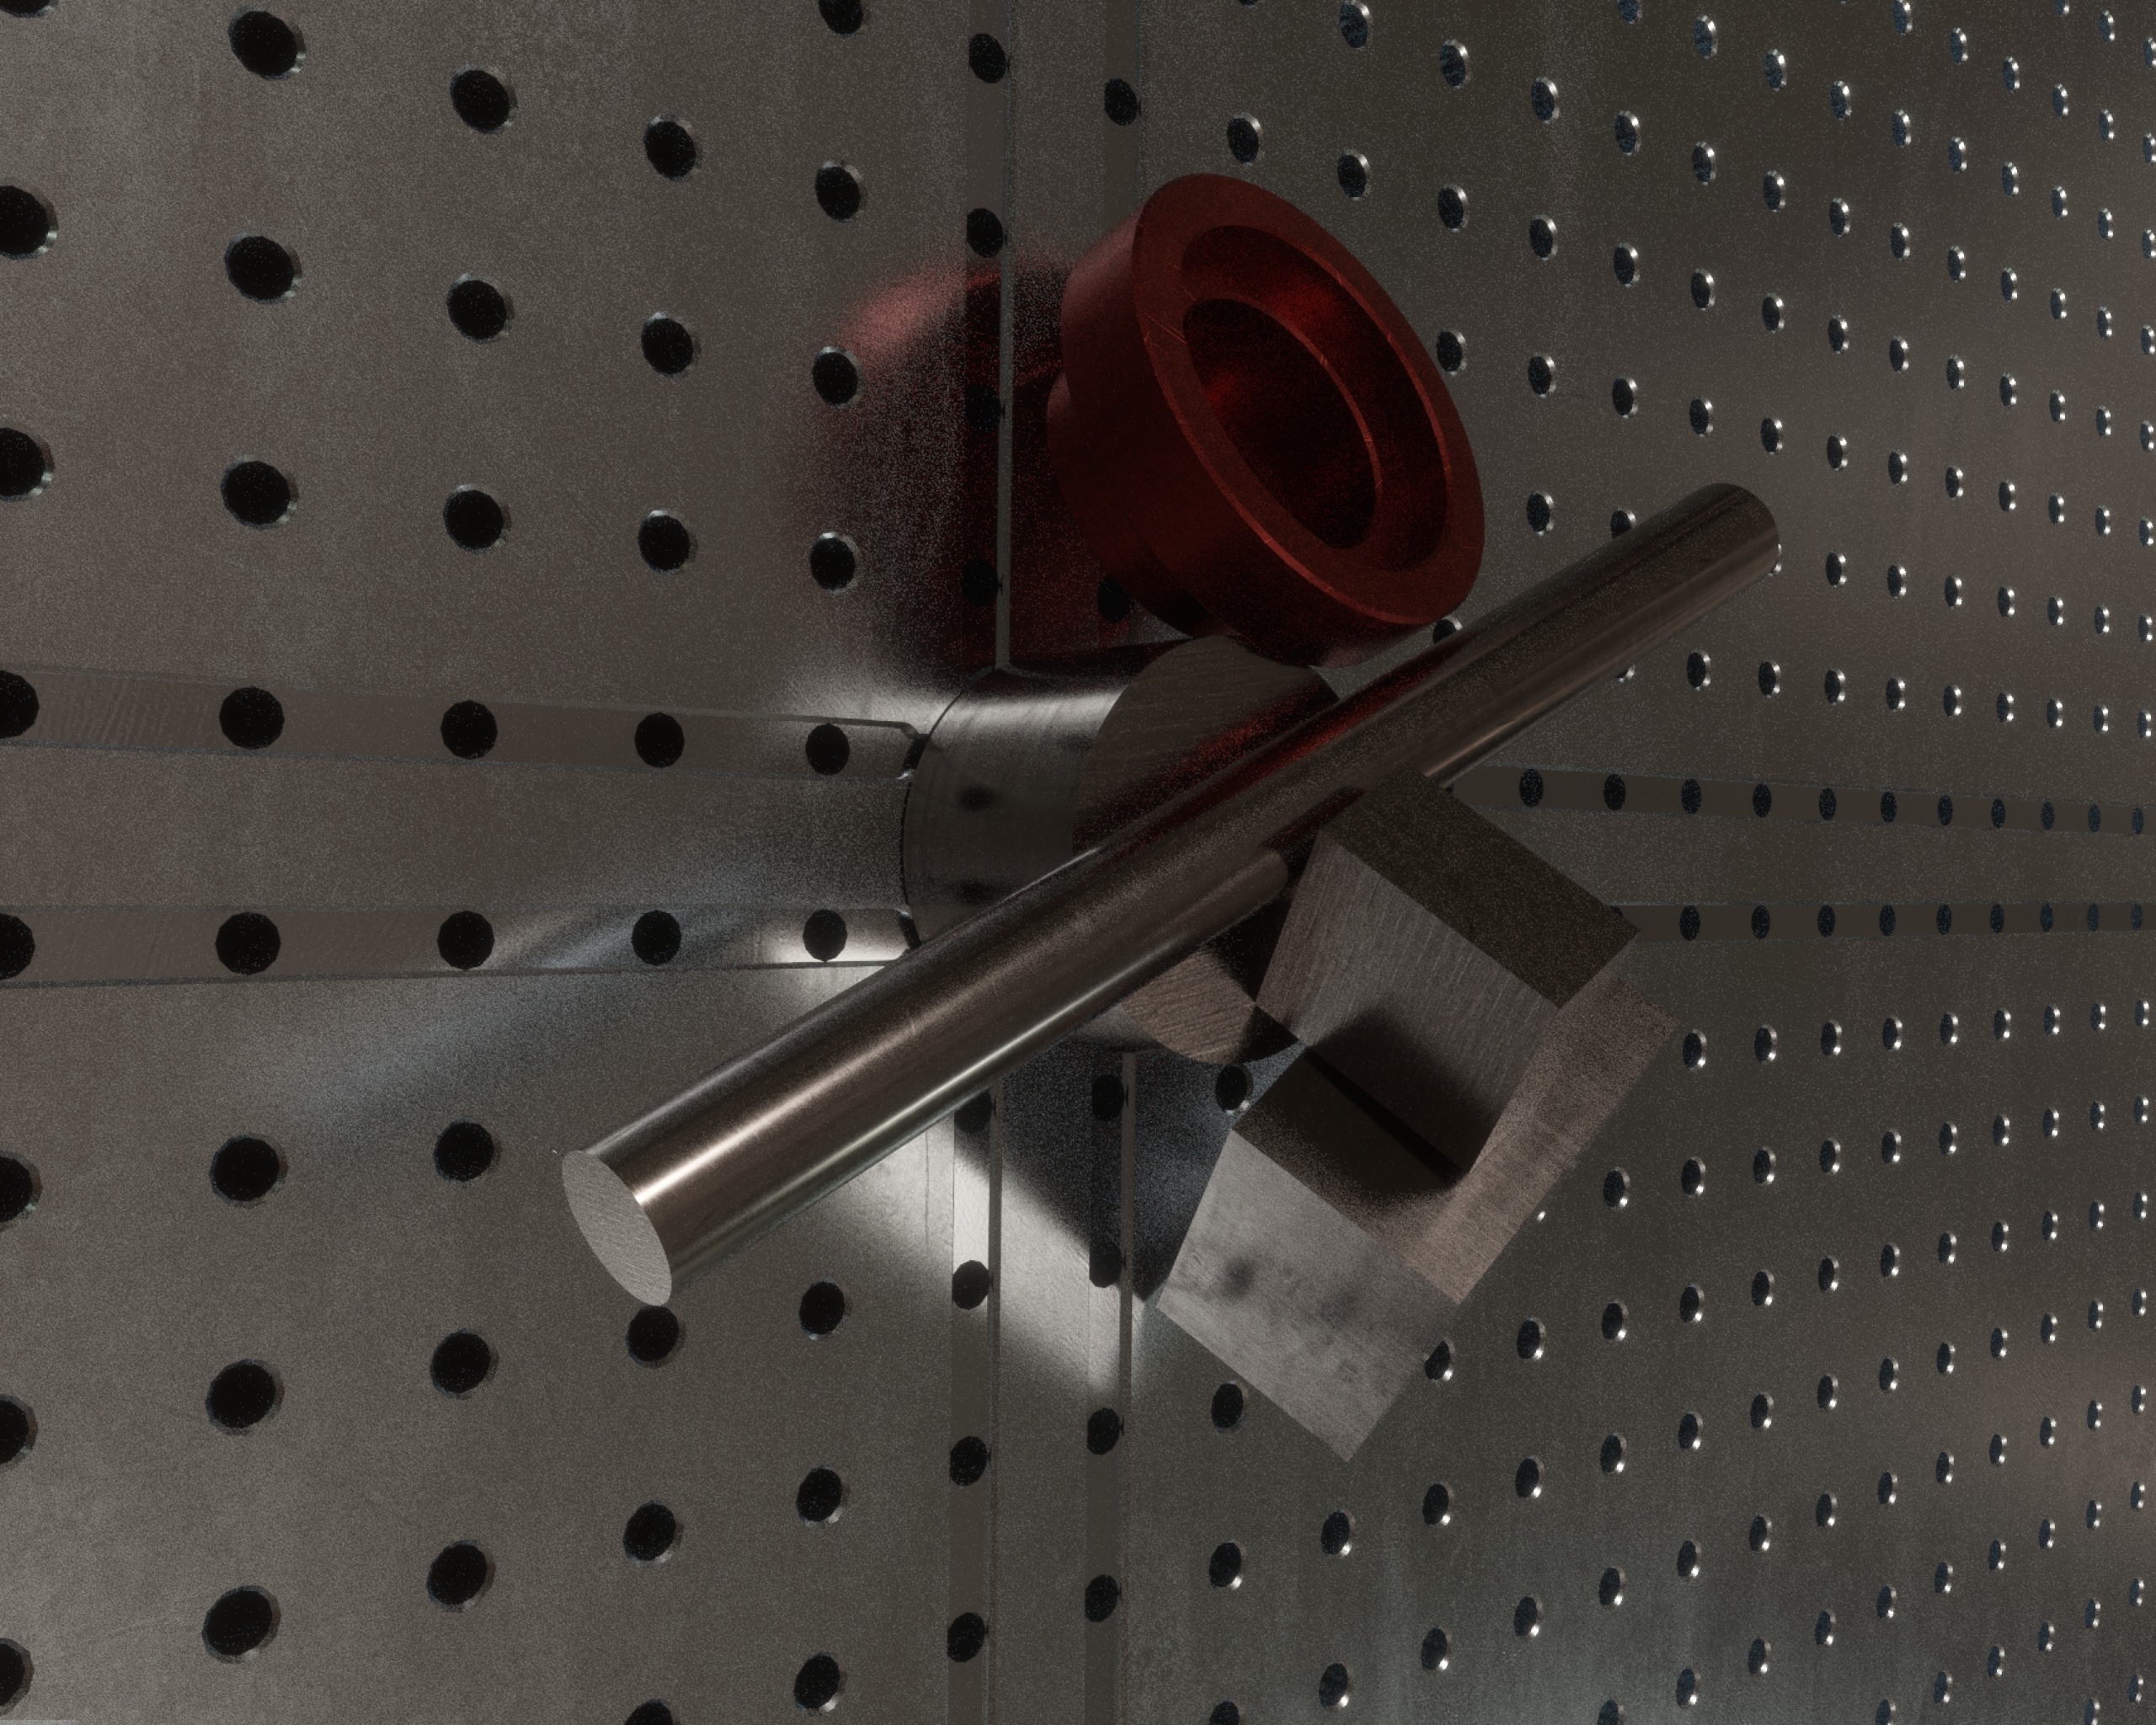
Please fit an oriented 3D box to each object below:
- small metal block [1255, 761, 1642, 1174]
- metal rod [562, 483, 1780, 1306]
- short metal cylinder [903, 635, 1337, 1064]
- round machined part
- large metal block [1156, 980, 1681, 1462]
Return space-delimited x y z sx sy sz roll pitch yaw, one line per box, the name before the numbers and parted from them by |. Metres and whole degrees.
small metal block | 0.064 0.019 0.369 0.025 0.050 0.050 -37 155 -34
metal rod | 0.041 -0.011 0.380 0.302 0.025 0.025 -31 109 -36
short metal cylinder | 0.014 -0.003 0.406 0.081 0.050 0.079 0 90 -40
round machined part | 0.033 -0.082 0.412 0.099 0.042 0.098 25 52 -35
large metal block | 0.067 0.062 0.421 0.080 0.050 0.080 -43 161 -32
